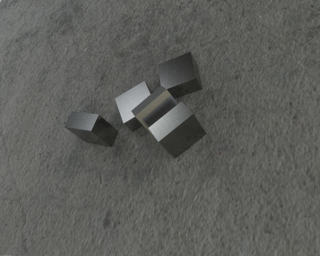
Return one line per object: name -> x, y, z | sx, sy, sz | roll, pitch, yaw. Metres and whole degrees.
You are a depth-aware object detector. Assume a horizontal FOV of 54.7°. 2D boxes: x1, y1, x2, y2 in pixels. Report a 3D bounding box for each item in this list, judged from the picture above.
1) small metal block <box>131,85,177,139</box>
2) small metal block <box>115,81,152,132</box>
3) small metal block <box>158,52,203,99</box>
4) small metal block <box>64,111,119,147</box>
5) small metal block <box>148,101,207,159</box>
small metal block -> 0.001, -0.017, 0.393 | 0.050, 0.050, 0.025 | -41, 24, 0
small metal block -> -0.030, -0.031, 0.437 | 0.050, 0.025, 0.050 | -30, 52, 8
small metal block -> 0.028, -0.072, 0.432 | 0.050, 0.025, 0.050 | -19, 55, 17
small metal block -> -0.095, 0.002, 0.435 | 0.050, 0.050, 0.025 | 7, 66, 31
small metal block -> 0.022, 0.004, 0.373 | 0.050, 0.050, 0.025 | -39, 52, 1
